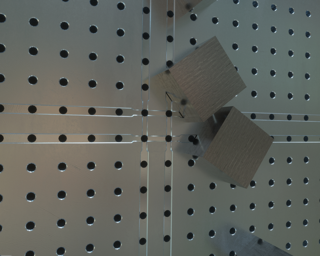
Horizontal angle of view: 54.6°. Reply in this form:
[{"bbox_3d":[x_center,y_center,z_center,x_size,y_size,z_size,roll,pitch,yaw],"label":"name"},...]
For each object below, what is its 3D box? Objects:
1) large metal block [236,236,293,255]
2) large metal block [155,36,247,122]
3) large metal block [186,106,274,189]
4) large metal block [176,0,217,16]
[{"bbox_3d":[0.164,0.215,0.444,0.050,0.080,0.080,-36,102,-16],"label":"large metal block"},{"bbox_3d":[0.055,-0.063,0.419,0.080,0.050,0.080,-38,102,-16],"label":"large metal block"},{"bbox_3d":[0.098,0.026,0.435,0.080,0.050,0.080,36,78,-17],"label":"large metal block"},{"bbox_3d":[0.050,-0.204,0.401,0.050,0.080,0.080,-28,100,-18],"label":"large metal block"}]
